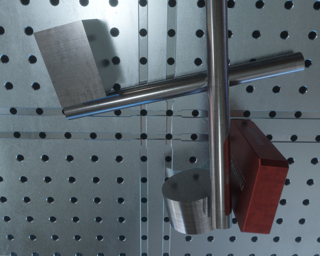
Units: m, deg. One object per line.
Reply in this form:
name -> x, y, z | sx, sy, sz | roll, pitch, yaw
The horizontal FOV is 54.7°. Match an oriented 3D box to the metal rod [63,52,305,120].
metal rod -> 0.027, -0.052, 0.394 | 0.302, 0.025, 0.025 | -11, 110, 4

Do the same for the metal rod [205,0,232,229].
metal rod -> 0.068, -0.032, 0.361 | 0.025, 0.025, 0.298 | -2, 95, 1

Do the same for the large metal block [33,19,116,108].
large metal block -> -0.091, -0.077, 0.355 | 0.050, 0.080, 0.080 | -14, 110, 5

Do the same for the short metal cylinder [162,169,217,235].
short metal cylinder -> 0.047, 0.097, 0.420 | 0.080, 0.080, 0.050 | -12, 110, 4

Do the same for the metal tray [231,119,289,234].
metal tray -> 0.107, 0.052, 0.377 | 0.030, 0.130, 0.089 | 6, 110, -3
